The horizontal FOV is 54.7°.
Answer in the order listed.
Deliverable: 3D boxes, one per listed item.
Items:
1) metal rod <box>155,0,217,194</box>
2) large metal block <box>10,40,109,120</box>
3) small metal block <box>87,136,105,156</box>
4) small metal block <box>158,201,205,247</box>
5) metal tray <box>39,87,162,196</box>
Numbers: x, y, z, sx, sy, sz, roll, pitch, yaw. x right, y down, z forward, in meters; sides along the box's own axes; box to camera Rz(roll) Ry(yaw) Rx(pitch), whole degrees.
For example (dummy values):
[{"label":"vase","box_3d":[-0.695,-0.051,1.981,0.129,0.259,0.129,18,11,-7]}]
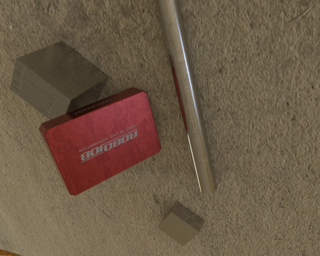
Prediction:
[{"label":"metal rod","box_3d":[0.030,-0.050,0.359,0.025,0.025,0.298,-1,118,28]},{"label":"large metal block","box_3d":[-0.128,-0.059,0.400,0.080,0.080,0.050,38,129,2]},{"label":"small metal block","box_3d":[-0.080,0.019,0.443,0.050,0.050,0.025,-7,115,31]},{"label":"small metal block","box_3d":[0.032,0.149,0.481,0.050,0.025,0.050,35,129,4]},{"label":"metal tray","box_3d":[-0.068,0.014,0.385,0.030,0.131,0.089,26,136,54]}]
